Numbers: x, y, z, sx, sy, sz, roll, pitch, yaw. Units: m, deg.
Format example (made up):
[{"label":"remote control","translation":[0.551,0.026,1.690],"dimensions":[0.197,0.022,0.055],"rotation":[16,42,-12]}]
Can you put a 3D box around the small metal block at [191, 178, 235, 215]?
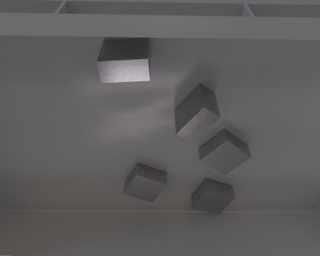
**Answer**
[{"label":"small metal block","translation":[0.085,0.112,0.505],"dimensions":[0.050,0.025,0.050],"rotation":[18,128,-15]}]

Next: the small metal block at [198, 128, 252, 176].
[{"label":"small metal block","translation":[0.091,0.035,0.439],"dimensions":[0.050,0.025,0.050],"rotation":[32,123,-25]}]

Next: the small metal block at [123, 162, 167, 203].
[{"label":"small metal block","translation":[-0.023,0.086,0.482],"dimensions":[0.050,0.025,0.050],"rotation":[21,127,-17]}]

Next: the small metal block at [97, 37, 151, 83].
[{"label":"small metal block","translation":[-0.036,-0.073,0.330],"dimensions":[0.050,0.050,0.025],"rotation":[-3,130,2]}]

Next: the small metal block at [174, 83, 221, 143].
[{"label":"small metal block","translation":[0.044,-0.018,0.377],"dimensions":[0.025,0.050,0.050],"rotation":[29,124,-22]}]
